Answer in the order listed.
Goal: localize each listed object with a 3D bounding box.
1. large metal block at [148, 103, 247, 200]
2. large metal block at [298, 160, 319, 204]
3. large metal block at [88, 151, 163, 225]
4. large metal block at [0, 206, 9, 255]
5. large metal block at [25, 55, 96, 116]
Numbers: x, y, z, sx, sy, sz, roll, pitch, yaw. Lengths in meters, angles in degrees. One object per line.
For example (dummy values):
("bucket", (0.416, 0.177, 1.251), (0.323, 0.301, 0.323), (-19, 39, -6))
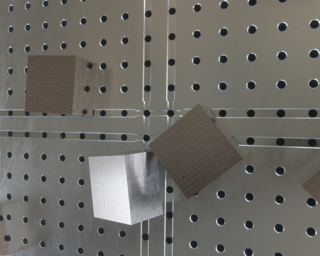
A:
("large metal block", (0.047, 0.027, 0.383), (0.080, 0.050, 0.080), (-40, 77, 15))
("large metal block", (0.208, 0.060, 0.326), (0.080, 0.050, 0.080), (47, 104, 14))
("large metal block", (-0.046, 0.073, 0.400), (0.080, 0.050, 0.080), (-8, 87, 46))
("large metal block", (-0.303, 0.178, 0.508), (0.080, 0.050, 0.080), (-11, 86, 19))
("large metal block", (-0.144, -0.060, 0.451), (0.080, 0.050, 0.080), (5, 92, 20))
